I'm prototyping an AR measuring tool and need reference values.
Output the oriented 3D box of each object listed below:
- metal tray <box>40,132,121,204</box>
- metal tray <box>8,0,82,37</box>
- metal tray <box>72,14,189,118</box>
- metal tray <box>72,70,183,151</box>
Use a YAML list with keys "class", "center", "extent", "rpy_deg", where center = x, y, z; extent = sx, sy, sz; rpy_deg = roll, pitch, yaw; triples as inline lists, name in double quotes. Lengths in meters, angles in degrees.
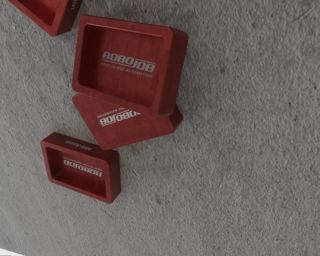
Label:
- class: "metal tray"
  center: [-0.130, 0.065, 0.512]
  extent: [0.130, 0.030, 0.089]
  rpy_deg: [15, 125, 19]
- class: "metal tray"
  center: [-0.128, -0.185, 0.356]
  extent: [0.090, 0.030, 0.129]
  rpy_deg: [40, 129, 1]
- class: "metal tray"
  center: [-0.039, -0.071, 0.344]
  extent: [0.130, 0.030, 0.089]
  rpy_deg: [20, 106, 30]
- class: "metal tray"
  center: [-0.046, -0.025, 0.412]
  extent: [0.130, 0.030, 0.090]
  rpy_deg: [-16, 110, 34]
